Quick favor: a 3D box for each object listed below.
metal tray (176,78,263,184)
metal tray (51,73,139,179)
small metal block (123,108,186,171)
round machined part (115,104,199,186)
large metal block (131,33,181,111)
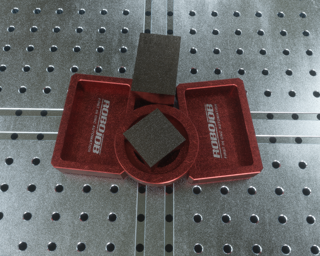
[{"bbox_3d":[0.073,0.002,0.405,0.091,0.030,0.130,-6,70,-3],"label":"metal tray"},{"bbox_3d":[-0.080,-0.004,0.406,0.091,0.030,0.130,6,70,2],"label":"metal tray"},{"bbox_3d":[-0.006,0.014,0.358,0.050,0.025,0.050,-38,74,-13],"label":"small metal block"},{"bbox_3d":[-0.004,0.023,0.380,0.099,0.042,0.098,0,70,0],"label":"round machined part"},{"bbox_3d":[-0.004,-0.063,0.402,0.050,0.080,0.080,6,70,2],"label":"large metal block"}]
